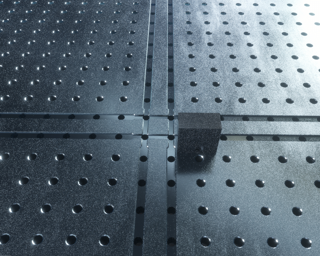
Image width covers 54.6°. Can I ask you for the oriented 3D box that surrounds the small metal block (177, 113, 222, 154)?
[{"bbox_3d":[0.047,0.007,0.386,0.050,0.050,0.025,1,50,0],"label":"small metal block"}]
